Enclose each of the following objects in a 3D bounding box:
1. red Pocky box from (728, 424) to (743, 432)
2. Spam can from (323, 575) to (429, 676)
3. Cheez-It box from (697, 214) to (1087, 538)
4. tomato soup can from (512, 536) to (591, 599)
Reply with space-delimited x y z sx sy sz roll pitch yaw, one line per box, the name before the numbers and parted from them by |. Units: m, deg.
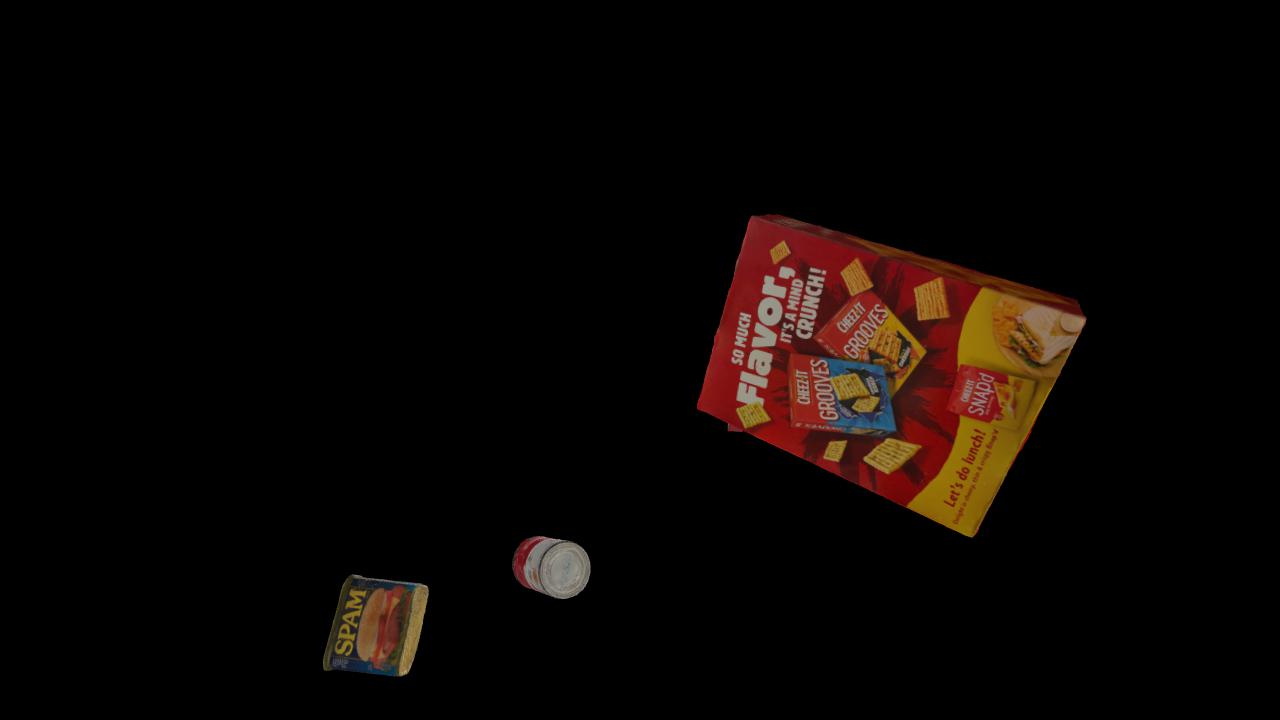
red Pocky box | 0.159 0.056 0.957 0.028 0.083 0.155 6 -19 4
Spam can | -0.299 0.304 0.705 0.085 0.101 0.058 7 -21 1
Cheez-It box | 0.168 0.002 0.456 0.223 0.166 0.071 23 24 24
tomato soup can | -0.111 0.256 0.764 0.068 0.068 0.101 0 -11 -29
